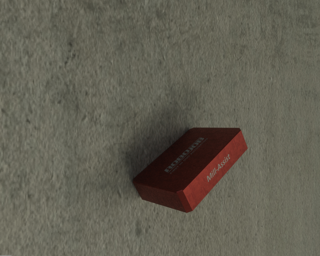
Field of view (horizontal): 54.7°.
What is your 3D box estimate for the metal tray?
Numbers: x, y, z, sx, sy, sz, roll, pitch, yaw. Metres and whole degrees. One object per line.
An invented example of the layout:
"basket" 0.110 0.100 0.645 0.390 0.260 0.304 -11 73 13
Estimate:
"metal tray" 0.040 0.046 0.397 0.131 0.090 0.030 -39 114 -33
